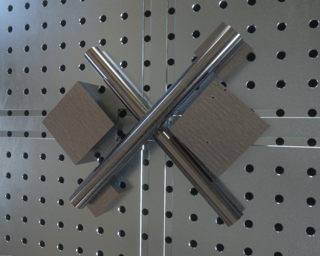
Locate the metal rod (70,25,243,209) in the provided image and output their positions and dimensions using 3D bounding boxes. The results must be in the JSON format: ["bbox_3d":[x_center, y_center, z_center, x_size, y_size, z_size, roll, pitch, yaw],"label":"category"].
[{"bbox_3d":[-0.014,-0.004,0.390,0.299,0.025,0.025,-47,76,14],"label":"metal rod"}]

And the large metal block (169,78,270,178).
[{"bbox_3d":[0.073,0.000,0.374,0.080,0.050,0.080,45,104,14],"label":"large metal block"}]

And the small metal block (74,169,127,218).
[{"bbox_3d":[-0.085,0.090,0.442,0.050,0.025,0.050,46,104,14],"label":"small metal block"}]

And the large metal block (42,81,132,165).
[{"bbox_3d":[-0.102,-0.007,0.436,0.080,0.050,0.080,-45,76,14],"label":"large metal block"}]

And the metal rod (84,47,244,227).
[{"bbox_3d":[-0.003,0.002,0.413,0.025,0.025,0.300,-44,76,15],"label":"metal rod"}]

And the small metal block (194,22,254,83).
[{"bbox_3d":[0.079,-0.093,0.385,0.050,0.025,0.050,-46,76,14],"label":"small metal block"}]
